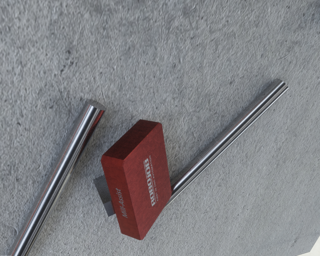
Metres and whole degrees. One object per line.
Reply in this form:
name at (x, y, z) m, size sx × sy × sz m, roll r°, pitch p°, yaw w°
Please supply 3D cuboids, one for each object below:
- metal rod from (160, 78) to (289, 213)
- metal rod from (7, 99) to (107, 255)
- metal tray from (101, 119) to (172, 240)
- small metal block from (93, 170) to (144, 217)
metal rod at (0.078, 0.039, 0.475) m, size 0.300 × 0.025 × 0.025 m, roll -45°, pitch 130°, yaw 2°
metal rod at (-0.146, 0.098, 0.388) m, size 0.025 × 0.025 × 0.298 m, roll 20°, pitch 108°, yaw -36°
metal tray at (-0.024, 0.066, 0.397) m, size 0.090 × 0.030 × 0.129 m, roll -48°, pitch 139°, yaw -46°
small metal block at (-0.056, 0.082, 0.412) m, size 0.050 × 0.050 × 0.025 m, roll -22°, pitch 127°, yaw -15°
